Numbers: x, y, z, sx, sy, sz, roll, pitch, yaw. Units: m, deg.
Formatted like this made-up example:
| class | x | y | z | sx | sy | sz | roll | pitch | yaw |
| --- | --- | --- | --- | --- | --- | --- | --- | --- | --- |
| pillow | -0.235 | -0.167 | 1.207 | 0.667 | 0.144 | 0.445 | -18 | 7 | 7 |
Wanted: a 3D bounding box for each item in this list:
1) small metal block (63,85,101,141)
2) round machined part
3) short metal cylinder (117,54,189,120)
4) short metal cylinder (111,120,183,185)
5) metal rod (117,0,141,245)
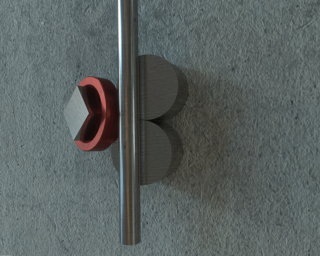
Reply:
| class | x | y | z | sx | sy | sz | roll | pitch | yaw |
| --- | --- | --- | --- | --- | --- | --- | --- | --- | --- |
| small metal block | -0.098 | -0.018 | 0.402 | 0.050 | 0.025 | 0.050 | -53 | 51 | 32 |
| round machined part | -0.079 | -0.018 | 0.415 | 0.098 | 0.042 | 0.097 | -4 | 84 | 48 |
| short metal cylinder | -0.008 | -0.050 | 0.400 | 0.080 | 0.050 | 0.079 | 0 | 90 | 20 |
| short metal cylinder | -0.015 | 0.030 | 0.402 | 0.080 | 0.050 | 0.080 | 0 | 89 | 20 |
| metal rod | -0.037 | -0.014 | 0.370 | 0.025 | 0.025 | 0.298 | -1 | 89 | 20 |
